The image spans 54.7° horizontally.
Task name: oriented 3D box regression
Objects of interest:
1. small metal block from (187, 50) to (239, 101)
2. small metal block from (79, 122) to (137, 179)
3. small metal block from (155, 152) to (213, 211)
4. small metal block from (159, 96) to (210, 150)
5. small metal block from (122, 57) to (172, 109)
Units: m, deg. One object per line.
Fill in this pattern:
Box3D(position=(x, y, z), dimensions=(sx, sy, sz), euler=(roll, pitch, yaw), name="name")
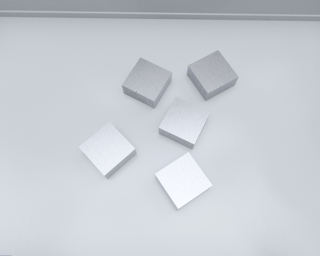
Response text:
Box3D(position=(0.073, -0.074, 0.437), dimensions=(0.050, 0.025, 0.050), euler=(-29, 73, -10), name="small metal block")
Box3D(position=(-0.066, 0.029, 0.398), dimensions=(0.050, 0.025, 0.050), euler=(-41, 75, -14), name="small metal block")
Box3D(position=(0.029, 0.066, 0.385), dimensions=(0.050, 0.025, 0.050), euler=(-32, 73, -11), name="small metal block")
Box3D(position=(0.032, -0.007, 0.412), dimensions=(0.050, 0.025, 0.050), euler=(25, 72, 9), name="small metal block")
Box3D(position=(-0.017, -0.063, 0.432), dimensions=(0.050, 0.025, 0.050), euler=(27, 72, 9), name="small metal block")
